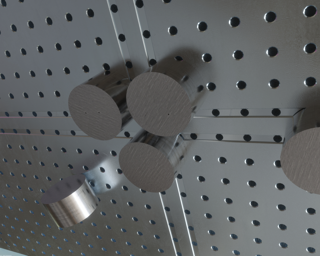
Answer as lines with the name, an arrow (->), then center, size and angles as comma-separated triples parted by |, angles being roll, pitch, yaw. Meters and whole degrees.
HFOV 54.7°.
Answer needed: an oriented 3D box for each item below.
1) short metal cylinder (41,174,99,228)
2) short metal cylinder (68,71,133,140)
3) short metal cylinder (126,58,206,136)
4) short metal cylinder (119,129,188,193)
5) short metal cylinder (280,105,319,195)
short metal cylinder -> -0.153, 0.123, 0.530 | 0.080, 0.080, 0.050 | -10, 113, 32
short metal cylinder -> -0.073, -0.030, 0.413 | 0.080, 0.050, 0.079 | 13, 124, 20
short metal cylinder -> 0.008, -0.037, 0.367 | 0.080, 0.050, 0.079 | 13, 124, 20
short metal cylinder -> -0.009, 0.041, 0.423 | 0.080, 0.050, 0.079 | 13, 124, 20
short metal cylinder -> 0.170, 0.022, 0.319 | 0.080, 0.050, 0.079 | 13, 124, 20
